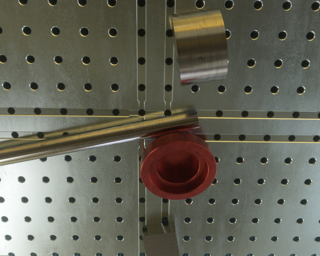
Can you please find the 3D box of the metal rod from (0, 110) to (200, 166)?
[{"bbox_3d":[-0.098,0.017,0.418,0.302,0.025,0.025,-11,110,3],"label":"metal rod"}]

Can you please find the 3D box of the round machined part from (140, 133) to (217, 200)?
[{"bbox_3d":[0.023,0.046,0.415,0.099,0.042,0.097,-2,122,-3],"label":"round machined part"}]

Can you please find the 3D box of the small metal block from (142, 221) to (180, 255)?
[{"bbox_3d":[0.002,0.176,0.478,0.050,0.025,0.050,-9,110,2],"label":"small metal block"}]

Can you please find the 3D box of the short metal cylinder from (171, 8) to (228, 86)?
[{"bbox_3d":[0.043,-0.091,0.351,0.050,0.080,0.079,-8,110,3],"label":"short metal cylinder"}]
